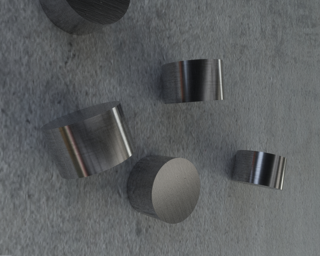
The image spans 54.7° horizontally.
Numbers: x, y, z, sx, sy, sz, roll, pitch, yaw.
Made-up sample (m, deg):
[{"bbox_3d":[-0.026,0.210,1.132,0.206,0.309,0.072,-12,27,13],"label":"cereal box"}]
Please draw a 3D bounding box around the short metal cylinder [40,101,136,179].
[{"bbox_3d":[-0.070,0.010,0.311,0.081,0.080,0.050,-28,108,-37],"label":"short metal cylinder"}]

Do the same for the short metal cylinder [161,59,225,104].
[{"bbox_3d":[0.044,-0.059,0.408,0.081,0.080,0.050,-8,96,-40],"label":"short metal cylinder"}]

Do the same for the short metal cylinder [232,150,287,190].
[{"bbox_3d":[0.163,0.069,0.509,0.080,0.080,0.050,19,78,-39],"label":"short metal cylinder"}]

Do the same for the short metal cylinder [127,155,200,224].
[{"bbox_3d":[0.005,0.076,0.395,0.081,0.050,0.079,0,90,-40],"label":"short metal cylinder"}]

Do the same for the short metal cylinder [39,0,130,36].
[{"bbox_3d":[-0.078,-0.143,0.324,0.081,0.050,0.079,0,90,-40],"label":"short metal cylinder"}]
